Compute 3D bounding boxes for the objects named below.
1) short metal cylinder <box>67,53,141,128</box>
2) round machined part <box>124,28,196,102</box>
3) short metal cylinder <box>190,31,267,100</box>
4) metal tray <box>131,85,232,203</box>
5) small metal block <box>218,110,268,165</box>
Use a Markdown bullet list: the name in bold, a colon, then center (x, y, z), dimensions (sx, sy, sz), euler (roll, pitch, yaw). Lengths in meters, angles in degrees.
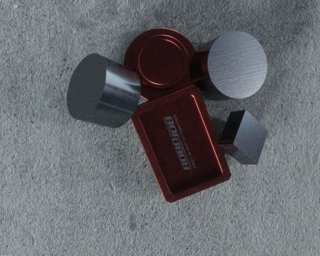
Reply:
- **short metal cylinder**: center (-0.069, -0.044, 0.376), dimensions (0.050, 0.080, 0.080), euler (16, 90, -44)
- **round machined part**: center (0.002, -0.082, 0.403), dimensions (0.099, 0.042, 0.097), euler (0, 90, 0)
- **short metal cylinder**: center (0.085, -0.075, 0.389), dimensions (0.081, 0.050, 0.079), euler (-1, 92, -18)
- **metal tray**: center (0.026, 0.020, 0.398), dimensions (0.090, 0.030, 0.129), euler (-22, 100, 0)
- **small metal block**: center (0.107, 0.013, 0.394), dimensions (0.050, 0.025, 0.050), euler (38, 65, -26)
